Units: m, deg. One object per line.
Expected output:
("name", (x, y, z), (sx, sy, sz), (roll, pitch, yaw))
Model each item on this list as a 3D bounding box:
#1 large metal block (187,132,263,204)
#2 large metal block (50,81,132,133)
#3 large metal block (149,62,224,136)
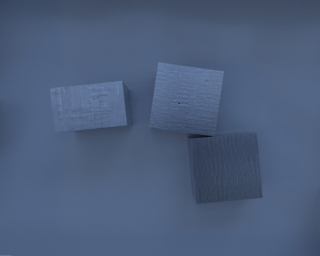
("large metal block", (0.081, 0.049, 0.400), (0.081, 0.050, 0.079), (-5, 90, -1))
("large metal block", (-0.079, -0.024, 0.383), (0.081, 0.080, 0.050), (-6, 90, -1))
("large metal block", (0.032, -0.035, 0.399), (0.081, 0.050, 0.080), (8, 90, -1))
